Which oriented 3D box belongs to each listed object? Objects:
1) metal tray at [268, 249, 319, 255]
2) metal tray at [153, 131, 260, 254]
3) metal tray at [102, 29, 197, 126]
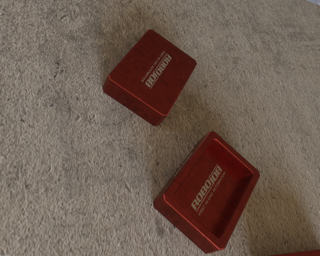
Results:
[{"bbox_3d":[0.184,0.199,0.377,0.131,0.030,0.090,6,59,-25],"label":"metal tray"},{"bbox_3d":[0.063,0.075,0.388,0.090,0.030,0.131,42,51,1],"label":"metal tray"},{"bbox_3d":[-0.010,-0.075,0.441,0.090,0.030,0.130,34,51,-6],"label":"metal tray"}]
